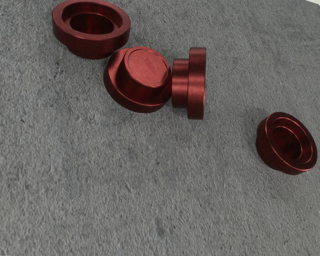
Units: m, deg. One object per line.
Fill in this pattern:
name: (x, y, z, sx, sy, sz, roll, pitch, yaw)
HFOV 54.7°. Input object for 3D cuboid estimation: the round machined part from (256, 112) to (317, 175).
round machined part: (0.188, 0.027, 0.477, 0.099, 0.042, 0.098, 14, 56, -21)

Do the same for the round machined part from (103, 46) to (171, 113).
round machined part: (-0.024, -0.072, 0.424, 0.099, 0.042, 0.098, 13, 56, -21)

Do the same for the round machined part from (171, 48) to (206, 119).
round machined part: (0.040, -0.060, 0.424, 0.042, 0.098, 0.098, 2, 56, 7)

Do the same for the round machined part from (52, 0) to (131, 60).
round machined part: (-0.090, -0.128, 0.412, 0.099, 0.042, 0.098, 8, 48, -8)
